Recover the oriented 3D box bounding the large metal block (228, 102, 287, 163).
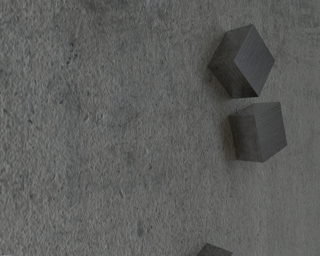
[{"bbox_3d":[0.168,0.005,0.529,0.081,0.050,0.080,-23,105,-38],"label":"large metal block"}]

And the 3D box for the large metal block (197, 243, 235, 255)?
[{"bbox_3d":[0.079,0.234,0.455,0.080,0.050,0.080,-38,114,-33],"label":"large metal block"}]

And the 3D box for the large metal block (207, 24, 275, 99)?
[{"bbox_3d":[0.133,-0.105,0.499,0.080,0.050,0.080,44,63,-31],"label":"large metal block"}]
